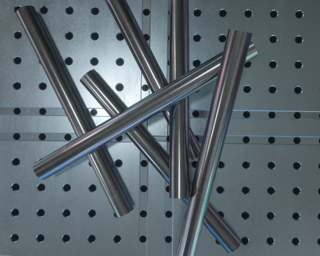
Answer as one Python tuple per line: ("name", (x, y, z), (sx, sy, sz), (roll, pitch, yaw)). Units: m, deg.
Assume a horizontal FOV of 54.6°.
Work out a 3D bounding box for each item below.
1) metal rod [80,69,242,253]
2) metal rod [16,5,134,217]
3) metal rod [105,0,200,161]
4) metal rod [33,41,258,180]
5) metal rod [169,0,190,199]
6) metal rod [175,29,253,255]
("metal rod", (0.001, 0.044, 0.413), (0.025, 0.025, 0.300), (-41, 90, 0))
("metal rod", (-0.112, -0.021, 0.412), (0.025, 0.025, 0.299), (-26, 90, 0))
("metal rod", (-0.021, -0.094, 0.413), (0.025, 0.025, 0.299), (-27, 90, 0))
("metal rod", (-0.025, -0.018, 0.373), (0.300, 0.025, 0.025), (-30, 90, 9))
("metal rod", (0.025, -0.064, 0.394), (0.025, 0.025, 0.299), (0, 82, 0))
("metal rod", (0.057, 0.040, 0.366), (0.025, 0.025, 0.298), (10, 108, 0))
